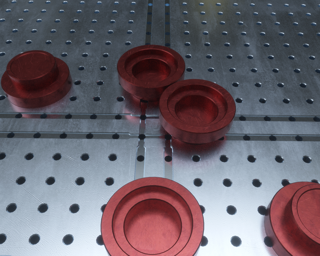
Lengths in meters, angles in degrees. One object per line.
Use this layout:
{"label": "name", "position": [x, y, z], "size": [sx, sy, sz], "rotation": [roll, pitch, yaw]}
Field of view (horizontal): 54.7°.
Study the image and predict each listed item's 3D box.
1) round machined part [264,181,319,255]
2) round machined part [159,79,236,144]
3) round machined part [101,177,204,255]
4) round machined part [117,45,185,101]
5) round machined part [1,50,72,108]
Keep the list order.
{"label": "round machined part", "position": [0.162, 0.097, 0.317], "size": [0.099, 0.042, 0.098], "rotation": [0, 50, 0]}
{"label": "round machined part", "position": [0.048, -0.018, 0.412], "size": [0.099, 0.042, 0.098], "rotation": [0, 50, 0]}
{"label": "round machined part", "position": [-0.007, 0.102, 0.311], "size": [0.099, 0.042, 0.098], "rotation": [0, 50, 0]}
{"label": "round machined part", "position": [-0.013, -0.078, 0.462], "size": [0.099, 0.042, 0.098], "rotation": [0, 50, 0]}
{"label": "round machined part", "position": [-0.185, -0.079, 0.460], "size": [0.099, 0.042, 0.098], "rotation": [0, 50, 0]}
